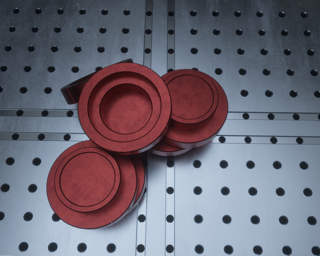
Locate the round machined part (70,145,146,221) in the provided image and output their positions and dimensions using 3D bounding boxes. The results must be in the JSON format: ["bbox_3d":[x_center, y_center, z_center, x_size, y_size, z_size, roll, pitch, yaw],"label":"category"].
[{"bbox_3d":[-0.066,0.057,0.359,0.099,0.042,0.098,0,70,0],"label":"round machined part"}]

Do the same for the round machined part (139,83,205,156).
[{"bbox_3d":[0.010,-0.017,0.387,0.099,0.042,0.098,0,70,0],"label":"round machined part"}]

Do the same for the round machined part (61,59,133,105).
[{"bbox_3d":[-0.073,-0.051,0.401,0.098,0.098,0.042,-26,107,-9],"label":"round machined part"}]

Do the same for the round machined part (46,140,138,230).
[{"bbox_3d":[-0.074,0.059,0.336,0.099,0.042,0.098,0,70,0],"label":"round machined part"}]

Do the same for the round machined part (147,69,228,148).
[{"bbox_3d":[0.032,-0.029,0.368,0.099,0.042,0.098,0,69,0],"label":"round machined part"}]

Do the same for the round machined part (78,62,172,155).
[{"bbox_3d":[-0.036,-0.019,0.341,0.098,0.042,0.098,-1,78,3],"label":"round machined part"}]
